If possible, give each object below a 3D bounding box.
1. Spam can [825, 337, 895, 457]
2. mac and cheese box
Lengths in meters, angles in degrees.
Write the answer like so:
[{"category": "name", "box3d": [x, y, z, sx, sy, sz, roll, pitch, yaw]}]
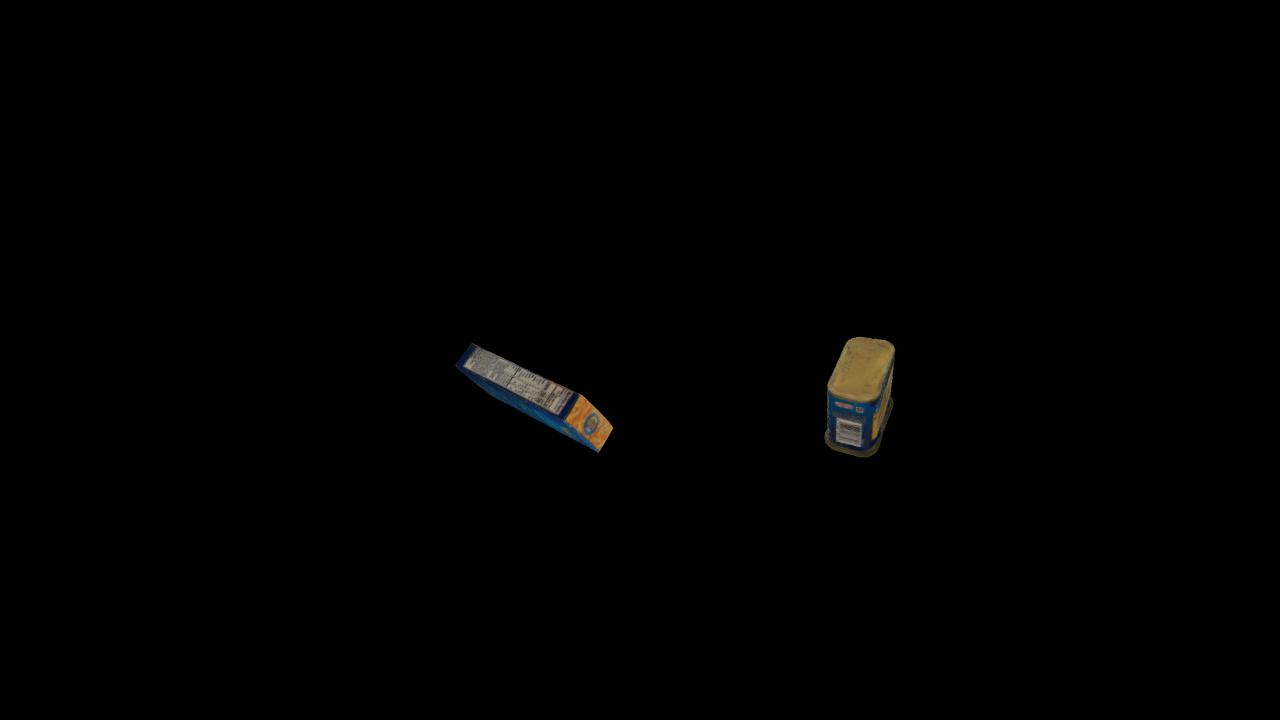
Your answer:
[{"category": "Spam can", "box3d": [0.238, 0.038, 0.664, 0.058, 0.085, 0.101, 13, 48, 28]}, {"category": "mac and cheese box", "box3d": [-0.126, 0.043, 0.726, 0.184, 0.041, 0.093, 22, -20, 32]}]
